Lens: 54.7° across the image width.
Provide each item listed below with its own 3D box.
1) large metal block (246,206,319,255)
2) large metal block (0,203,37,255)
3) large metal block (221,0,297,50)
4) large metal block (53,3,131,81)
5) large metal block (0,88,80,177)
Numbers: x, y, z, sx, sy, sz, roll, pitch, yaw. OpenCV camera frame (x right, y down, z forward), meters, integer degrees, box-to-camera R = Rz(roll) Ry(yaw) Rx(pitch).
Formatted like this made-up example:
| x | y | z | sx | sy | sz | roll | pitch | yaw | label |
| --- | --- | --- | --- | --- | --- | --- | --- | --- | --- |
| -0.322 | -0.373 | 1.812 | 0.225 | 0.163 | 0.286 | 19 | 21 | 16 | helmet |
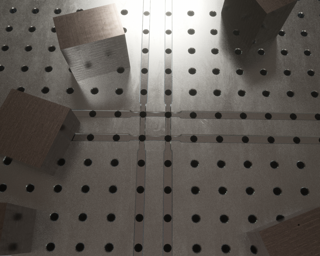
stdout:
| x | y | z | sx | sy | sz | roll | pitch | yaw | label |
| --- | --- | --- | --- | --- | --- | --- | --- | --- | --- |
| 0.158 | 0.142 | 0.349 | 0.081 | 0.050 | 0.080 | -19 | 71 | -7 | large metal block |
| -0.194 | 0.111 | 0.339 | 0.081 | 0.080 | 0.050 | 0 | 70 | 0 | large metal block |
| 0.139 | -0.176 | 0.449 | 0.050 | 0.080 | 0.080 | -28 | 73 | -10 | large metal block |
| -0.089 | -0.114 | 0.423 | 0.081 | 0.080 | 0.050 | -16 | 71 | -6 | large metal block |
| -0.161 | 0.007 | 0.394 | 0.080 | 0.050 | 0.080 | 19 | 71 | 6 | large metal block |
